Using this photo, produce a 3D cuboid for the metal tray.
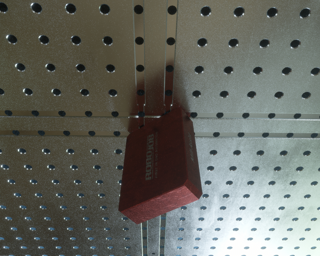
[{"bbox_3d":[-0.001,0.041,0.378,0.090,0.130,0.030,-28,125,21],"label":"metal tray"}]
